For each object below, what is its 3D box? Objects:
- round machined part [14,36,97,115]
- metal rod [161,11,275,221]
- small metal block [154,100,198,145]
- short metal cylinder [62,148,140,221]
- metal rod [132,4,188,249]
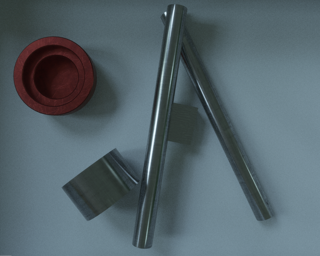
[{"bbox_3d":[-0.131,-0.064,0.401,0.099,0.042,0.097,0,90,-1],"label":"round machined part"},{"bbox_3d":[0.076,-0.017,0.412,0.025,0.025,0.299,-25,90,0],"label":"metal rod"},{"bbox_3d":[0.020,-0.007,0.412,0.050,0.025,0.050,12,90,-1],"label":"small metal block"},{"bbox_3d":[-0.072,0.069,0.383,0.080,0.080,0.050,-37,90,0],"label":"short metal cylinder"},{"bbox_3d":[0.000,-0.002,0.386,0.025,0.025,0.298,8,90,-1],"label":"metal rod"}]
